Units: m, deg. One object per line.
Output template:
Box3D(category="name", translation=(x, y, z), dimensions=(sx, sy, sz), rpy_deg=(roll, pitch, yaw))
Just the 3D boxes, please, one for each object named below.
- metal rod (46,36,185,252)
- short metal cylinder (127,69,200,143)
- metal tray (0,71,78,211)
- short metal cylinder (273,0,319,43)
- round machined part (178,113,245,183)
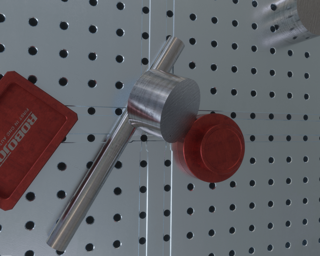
Box3D(category="metal rod", translation=(-0.051, 0.012, 0.393), dimensions=(0.025, 0.025, 0.300), rpy_deg=(33, 79, -17))
Box3D(category="short metal cylinder", translation=(0.006, -0.028, 0.381), dimensions=(0.081, 0.050, 0.079), rpy_deg=(-33, 134, -41))
Box3D(category="metal tray", translation=(-0.167, 0.013, 0.348), dimensions=(0.090, 0.030, 0.130), rpy_deg=(37, 78, -16))
Box3D(category="short metal cylinder", translation=(0.226, -0.178, 0.482), dimensions=(0.081, 0.050, 0.080), rpy_deg=(0, 90, -20))
Box3D(category="round machined part", translation=(0.078, 0.028, 0.432), dimensions=(0.099, 0.042, 0.097), rpy_deg=(0, 90, -20))
